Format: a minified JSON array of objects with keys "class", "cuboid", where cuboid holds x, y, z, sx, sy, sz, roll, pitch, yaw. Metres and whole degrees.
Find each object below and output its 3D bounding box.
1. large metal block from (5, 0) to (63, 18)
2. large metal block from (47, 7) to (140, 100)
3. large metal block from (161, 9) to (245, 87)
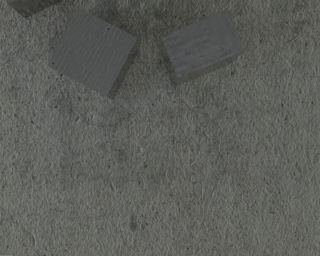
[{"class":"large metal block","cuboid":[-0.165,-0.202,0.396,0.080,0.050,0.080,-26,90,0]},{"class":"large metal block","cuboid":[-0.081,-0.092,0.397,0.080,0.050,0.080,28,90,0]},{"class":"large metal block","cuboid":[0.047,-0.094,0.383,0.080,0.080,0.050,-22,90,0]}]
